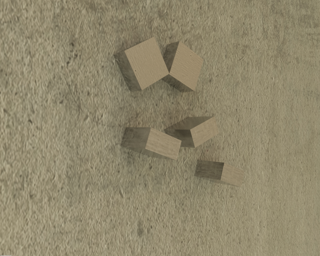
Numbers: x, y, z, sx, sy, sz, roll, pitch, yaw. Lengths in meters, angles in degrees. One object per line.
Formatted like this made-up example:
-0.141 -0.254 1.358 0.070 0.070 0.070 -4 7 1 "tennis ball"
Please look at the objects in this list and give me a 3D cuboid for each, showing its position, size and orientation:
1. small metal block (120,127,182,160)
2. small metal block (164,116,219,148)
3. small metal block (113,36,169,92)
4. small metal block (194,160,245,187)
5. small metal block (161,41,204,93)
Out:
-0.011 0.019 0.379 0.050 0.050 0.025 24 75 -38 "small metal block"
0.043 0.004 0.424 0.050 0.050 0.025 -27 107 -37 "small metal block"
-0.022 -0.079 0.385 0.050 0.025 0.050 -37 113 -34 "small metal block"
0.089 0.068 0.462 0.050 0.050 0.025 23 75 -38 "small metal block"
0.029 -0.083 0.428 0.050 0.025 0.050 27 73 -37 "small metal block"
